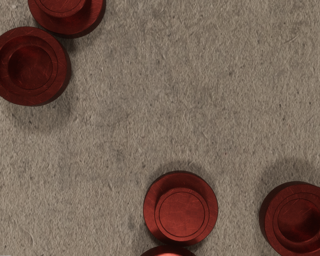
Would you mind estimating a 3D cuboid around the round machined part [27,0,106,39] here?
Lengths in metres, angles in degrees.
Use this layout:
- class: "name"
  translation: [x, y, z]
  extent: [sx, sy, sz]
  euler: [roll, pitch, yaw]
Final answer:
- class: "round machined part"
  translation: [-0.123, -0.170, 0.400]
  extent: [0.099, 0.042, 0.097]
  euler: [0, 90, -1]

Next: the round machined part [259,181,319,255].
- class: "round machined part"
  translation: [0.178, 0.118, 0.404]
  extent: [0.099, 0.042, 0.097]
  euler: [0, 90, -1]

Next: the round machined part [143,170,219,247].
- class: "round machined part"
  translation: [0.027, 0.106, 0.402]
  extent: [0.099, 0.042, 0.097]
  euler: [0, 90, -1]

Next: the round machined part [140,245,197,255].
- class: "round machined part"
  translation: [0.011, 0.194, 0.397]
  extent: [0.099, 0.042, 0.097]
  euler: [0, 99, 1]

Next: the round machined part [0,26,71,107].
- class: "round machined part"
  translation: [-0.163, -0.076, 0.399]
  extent: [0.099, 0.042, 0.097]
  euler: [0, 90, -1]
